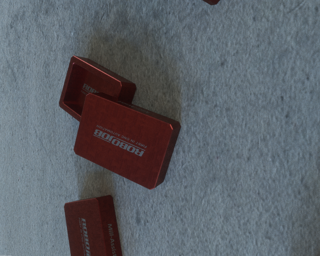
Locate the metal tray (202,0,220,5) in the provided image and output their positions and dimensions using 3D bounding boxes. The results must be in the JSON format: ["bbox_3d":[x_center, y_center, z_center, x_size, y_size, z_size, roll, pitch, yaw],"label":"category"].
[{"bbox_3d":[0.072,-0.217,0.341,0.129,0.030,0.090,-46,63,30],"label":"metal tray"}]

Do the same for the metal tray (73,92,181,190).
[{"bbox_3d":[-0.047,0.014,0.413,0.130,0.030,0.089,22,105,19],"label":"metal tray"}]

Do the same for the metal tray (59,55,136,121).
[{"bbox_3d":[-0.102,-0.050,0.482,0.130,0.030,0.089,32,110,35],"label":"metal tray"}]

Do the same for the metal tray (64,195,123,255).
[{"bbox_3d":[-0.104,0.176,0.485,0.090,0.030,0.129,-18,79,38],"label":"metal tray"}]
